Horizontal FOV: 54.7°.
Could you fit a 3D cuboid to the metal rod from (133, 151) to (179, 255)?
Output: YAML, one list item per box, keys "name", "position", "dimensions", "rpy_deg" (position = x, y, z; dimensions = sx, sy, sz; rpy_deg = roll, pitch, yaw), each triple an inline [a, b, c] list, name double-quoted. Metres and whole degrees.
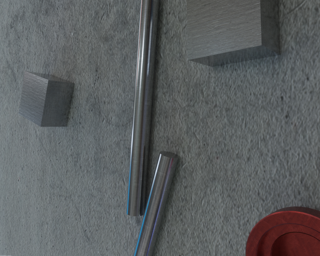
- name: "metal rod"
  position: [-0.024, 0.175, 0.422]
  dimensions: [0.025, 0.025, 0.298]
  rpy_deg: [23, 104, 37]

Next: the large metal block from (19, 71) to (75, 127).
- name: "large metal block"
  position: [-0.204, -0.052, 0.553]
  dimensions: [0.080, 0.050, 0.079]
  rpy_deg: [22, 104, 37]

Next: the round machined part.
- name: "round machined part"
  position: [0.133, 0.121, 0.283]
  dimensions: [0.098, 0.042, 0.097]
  rpy_deg: [0, 90, 39]

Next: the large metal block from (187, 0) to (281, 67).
- name: "large metal block"
  position: [0.076, -0.113, 0.325]
  dimensions: [0.080, 0.050, 0.079]
  rpy_deg: [-2, 89, 39]

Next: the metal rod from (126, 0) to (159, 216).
- name: "metal rod"
  position: [-0.024, -0.030, 0.422]
  dimensions: [0.025, 0.025, 0.298]
  rpy_deg: [7, 94, 39]
